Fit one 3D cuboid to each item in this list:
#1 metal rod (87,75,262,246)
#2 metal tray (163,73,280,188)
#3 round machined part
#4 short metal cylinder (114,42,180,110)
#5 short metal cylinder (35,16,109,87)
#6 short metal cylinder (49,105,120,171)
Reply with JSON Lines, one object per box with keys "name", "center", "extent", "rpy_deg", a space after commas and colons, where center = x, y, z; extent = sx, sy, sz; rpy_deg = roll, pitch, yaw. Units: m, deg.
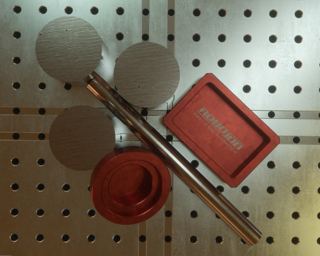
{"name": "metal rod", "center": [0.019, 0.043, 0.414], "extent": [0.300, 0.025, 0.025], "rpy_deg": [44, 90, 0]}
{"name": "metal tray", "center": [0.079, 0.003, 0.410], "extent": [0.130, 0.030, 0.090], "rpy_deg": [44, 90, 0]}
{"name": "round machined part", "center": [-0.039, 0.069, 0.394], "extent": [0.099, 0.042, 0.097], "rpy_deg": [-5, 107, -18]}
{"name": "short metal cylinder", "center": [-0.016, -0.065, 0.400], "extent": [0.081, 0.050, 0.080], "rpy_deg": [0, 90, 0]}
{"name": "short metal cylinder", "center": [-0.110, -0.096, 0.400], "extent": [0.081, 0.050, 0.080], "rpy_deg": [0, 90, 0]}
{"name": "short metal cylinder", "center": [-0.094, 0.012, 0.400], "extent": [0.081, 0.050, 0.080], "rpy_deg": [0, 90, 0]}
